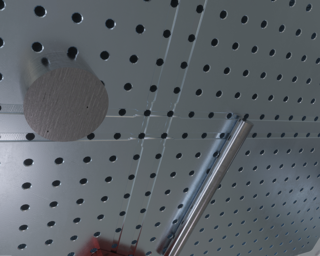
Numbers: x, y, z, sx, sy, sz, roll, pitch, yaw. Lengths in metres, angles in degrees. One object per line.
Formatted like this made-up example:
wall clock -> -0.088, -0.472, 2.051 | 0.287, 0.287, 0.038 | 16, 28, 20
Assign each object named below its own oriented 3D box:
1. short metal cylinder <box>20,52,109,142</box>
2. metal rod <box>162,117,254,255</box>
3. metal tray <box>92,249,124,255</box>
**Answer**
short metal cylinder -> -0.100, -0.033, 0.320 | 0.081, 0.050, 0.079 | -14, 124, -21
metal rod -> 0.074, 0.118, 0.524 | 0.025, 0.025, 0.298 | 12, 112, -34
metal tray -> -0.081, 0.261, 0.525 | 0.090, 0.030, 0.130 | -49, 129, 6
